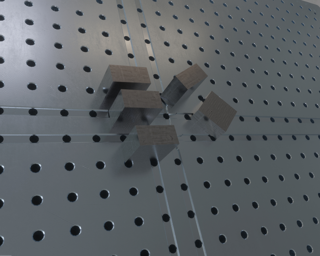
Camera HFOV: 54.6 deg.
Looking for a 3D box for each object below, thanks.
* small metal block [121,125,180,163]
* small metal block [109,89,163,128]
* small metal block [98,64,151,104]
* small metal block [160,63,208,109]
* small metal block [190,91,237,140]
[{"bbox_3d":[-0.013,0.019,0.373,0.050,0.050,0.025,-1,62,-29],"label":"small metal block"},{"bbox_3d":[-0.031,-0.023,0.389,0.050,0.050,0.025,0,62,-28],"label":"small metal block"},{"bbox_3d":[-0.047,-0.055,0.400,0.050,0.050,0.025,-2,63,-29],"label":"small metal block"},{"bbox_3d":[0.034,-0.060,0.447,0.025,0.050,0.050,49,51,6],"label":"small metal block"},{"bbox_3d":[0.080,-0.019,0.463,0.050,0.025,0.050,39,51,-2],"label":"small metal block"}]
